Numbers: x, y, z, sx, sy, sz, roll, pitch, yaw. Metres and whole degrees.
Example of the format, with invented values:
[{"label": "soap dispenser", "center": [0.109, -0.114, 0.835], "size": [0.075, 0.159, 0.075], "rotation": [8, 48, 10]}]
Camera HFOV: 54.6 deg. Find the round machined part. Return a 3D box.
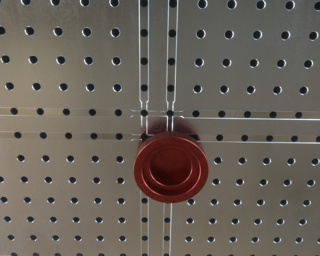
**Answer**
[{"label": "round machined part", "center": [0.014, 0.049, 0.423], "size": [0.099, 0.042, 0.097], "rotation": [0, 110, 0]}]
